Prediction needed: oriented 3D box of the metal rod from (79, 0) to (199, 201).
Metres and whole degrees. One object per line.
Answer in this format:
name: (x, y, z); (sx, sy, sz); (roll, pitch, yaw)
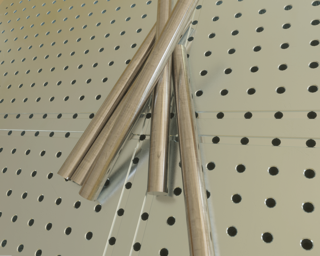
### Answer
metal rod: (-0.026, -0.044, 0.403); (0.025, 0.025, 0.299); (27, 90, 37)

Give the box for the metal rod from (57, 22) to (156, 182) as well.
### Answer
metal rod: (-0.060, -0.056, 0.472); (0.025, 0.025, 0.300); (19, 72, 35)

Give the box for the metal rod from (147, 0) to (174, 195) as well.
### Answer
metal rod: (0.003, -0.060, 0.421); (0.025, 0.025, 0.299); (-8, 64, 23)

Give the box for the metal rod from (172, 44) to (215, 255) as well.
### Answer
metal rod: (0.035, 0.010, 0.382); (0.025, 0.025, 0.299); (-16, 55, 19)

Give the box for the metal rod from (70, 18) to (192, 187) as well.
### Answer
metal rod: (-0.035, -0.050, 0.455); (0.025, 0.025, 0.300); (20, 72, 35)
